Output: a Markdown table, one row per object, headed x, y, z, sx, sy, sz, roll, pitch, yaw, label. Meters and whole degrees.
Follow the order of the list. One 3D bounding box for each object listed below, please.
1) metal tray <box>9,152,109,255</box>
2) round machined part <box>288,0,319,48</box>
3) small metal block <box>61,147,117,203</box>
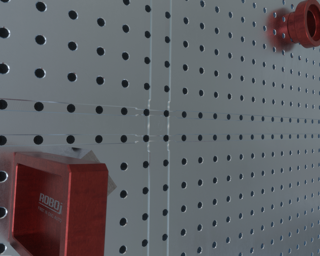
| x | y | z | sx | sy | sz | roll | pitch | yaw | label |
| --- | --- | --- | --- | --- | --- | --- | --- | --- | --- |
| -0.092 | 0.070 | 0.264 | 0.030 | 0.130 | 0.089 | 5 | 87 | -40 | metal tray |
| 0.307 | -0.218 | 0.656 | 0.099 | 0.042 | 0.097 | 0 | 90 | -40 | round machined part |
| -0.080 | 0.049 | 0.326 | 0.025 | 0.050 | 0.050 | -44 | 117 | -31 | small metal block |
